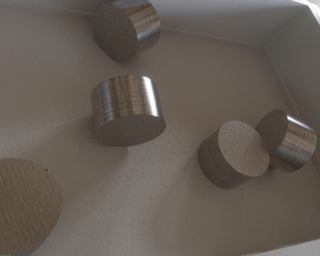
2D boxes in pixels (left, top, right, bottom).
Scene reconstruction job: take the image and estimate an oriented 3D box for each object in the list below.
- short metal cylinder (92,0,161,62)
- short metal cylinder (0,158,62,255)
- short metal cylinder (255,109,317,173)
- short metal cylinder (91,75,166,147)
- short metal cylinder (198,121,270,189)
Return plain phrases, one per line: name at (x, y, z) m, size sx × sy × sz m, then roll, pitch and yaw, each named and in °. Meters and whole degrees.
short metal cylinder at (-0.046, -0.138, 0.430) m, size 0.080 × 0.080 × 0.050 m, roll 46°, pitch 51°, yaw 3°
short metal cylinder at (-0.132, 0.073, 0.274) m, size 0.081 × 0.050 × 0.080 m, roll 14°, pitch 56°, yaw -21°
short metal cylinder at (0.178, 0.019, 0.454) m, size 0.050 × 0.080 × 0.080 m, roll 25°, pitch 53°, yaw -13°
short metal cylinder at (-0.037, -0.018, 0.361) m, size 0.081 × 0.080 × 0.050 m, roll 2°, pitch 61°, yaw -27°
short metal cylinder at (0.099, 0.037, 0.420) m, size 0.081 × 0.050 × 0.080 m, roll 14°, pitch 56°, yaw -21°
